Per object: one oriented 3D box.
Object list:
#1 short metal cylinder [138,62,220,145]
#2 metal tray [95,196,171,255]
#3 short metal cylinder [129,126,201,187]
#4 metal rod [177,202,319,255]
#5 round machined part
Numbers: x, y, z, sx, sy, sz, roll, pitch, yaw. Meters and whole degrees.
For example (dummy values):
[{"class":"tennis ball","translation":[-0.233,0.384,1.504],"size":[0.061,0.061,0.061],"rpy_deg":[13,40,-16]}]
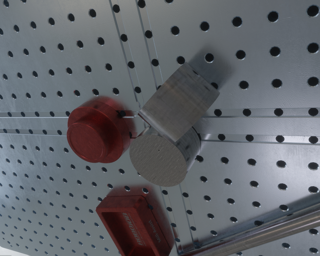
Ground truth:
[{"class":"short metal cylinder","translation":[0.021,-0.027,0.348],"size":[0.050,0.080,0.080],"rpy_deg":[43,129,-1]},{"class":"metal tray","translation":[-0.046,0.180,0.543],"size":[0.090,0.030,0.129],"rpy_deg":[-10,113,32]},{"class":"short metal cylinder","translation":[0.007,0.030,0.409],"size":[0.080,0.050,0.079],"rpy_deg":[14,125,21]},{"class":"metal rod","translation":[0.119,0.165,0.450],"size":[0.025,0.025,0.299],"rpy_deg":[47,129,-5]},{"class":"round machined part","translation":[-0.098,0.013,0.460],"size":[0.098,0.042,0.097],"rpy_deg":[13,124,21]}]
